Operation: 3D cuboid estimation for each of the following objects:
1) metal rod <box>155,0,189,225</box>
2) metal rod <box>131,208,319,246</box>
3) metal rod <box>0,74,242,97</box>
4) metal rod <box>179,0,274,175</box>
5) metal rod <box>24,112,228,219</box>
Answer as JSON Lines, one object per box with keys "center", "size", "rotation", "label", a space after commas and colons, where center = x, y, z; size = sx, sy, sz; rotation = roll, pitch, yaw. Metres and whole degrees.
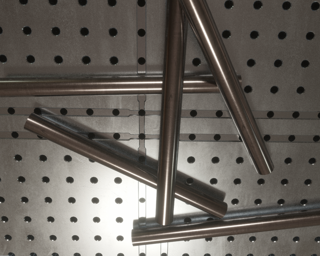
{"center": [0.013, -0.012, 0.381], "size": [0.025, 0.025, 0.298], "rotation": [2, 110, -1], "label": "metal rod"}
{"center": [0.108, 0.150, 0.470], "size": [0.302, 0.025, 0.025], "rotation": [-7, 110, 2], "label": "metal rod"}
{"center": [-0.050, -0.054, 0.392], "size": [0.302, 0.025, 0.025], "rotation": [-1, 110, 0], "label": "metal rod"}
{"center": [0.080, -0.054, 0.364], "size": [0.025, 0.025, 0.299], "rotation": [-27, 120, 9], "label": "metal rod"}
{"center": [-0.040, 0.056, 0.433], "size": [0.301, 0.025, 0.025], "rotation": [26, 108, -10], "label": "metal rod"}
